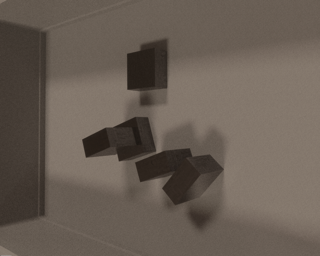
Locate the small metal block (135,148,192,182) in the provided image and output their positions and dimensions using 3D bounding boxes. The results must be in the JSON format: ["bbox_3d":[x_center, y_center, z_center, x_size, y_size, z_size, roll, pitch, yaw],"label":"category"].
[{"bbox_3d":[0.007,0.046,0.383,0.050,0.050,0.025,-25,75,37],"label":"small metal block"}]

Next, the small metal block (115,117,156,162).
[{"bbox_3d":[-0.037,0.016,0.435,0.050,0.025,0.050,-22,76,37],"label":"small metal block"}]

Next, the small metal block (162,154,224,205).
[{"bbox_3d":[0.038,0.059,0.357,0.025,0.050,0.050,49,119,28],"label":"small metal block"}]

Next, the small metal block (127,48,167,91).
[{"bbox_3d":[-0.018,-0.078,0.420,0.050,0.025,0.050,-1,90,39],"label":"small metal block"}]

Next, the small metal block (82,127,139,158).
[{"bbox_3d":[-0.065,0.019,0.409,0.050,0.050,0.025,-23,76,37],"label":"small metal block"}]
